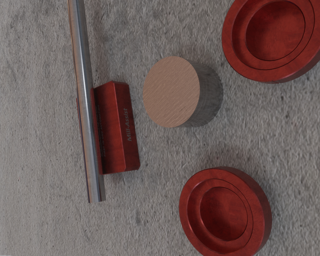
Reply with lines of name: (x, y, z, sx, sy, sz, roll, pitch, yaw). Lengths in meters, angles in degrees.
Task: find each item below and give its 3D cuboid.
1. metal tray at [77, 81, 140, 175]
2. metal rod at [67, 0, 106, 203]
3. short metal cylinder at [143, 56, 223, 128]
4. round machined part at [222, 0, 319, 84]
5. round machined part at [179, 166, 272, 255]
metal tray: (-0.080, 0.004, 0.465, 0.090, 0.030, 0.129, -14, 81, 38)
metal rod: (-0.108, -0.044, 0.451, 0.025, 0.025, 0.298, -13, 82, 39)
short metal cylinder: (0.026, -0.040, 0.365, 0.080, 0.050, 0.079, 0, 90, 39)
round machined part: (0.114, -0.091, 0.299, 0.098, 0.042, 0.097, 0, 90, 39)
round machined part: (0.072, 0.090, 0.333, 0.098, 0.042, 0.097, 0, 90, 39)
